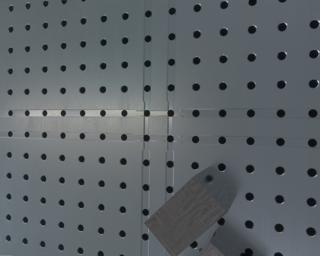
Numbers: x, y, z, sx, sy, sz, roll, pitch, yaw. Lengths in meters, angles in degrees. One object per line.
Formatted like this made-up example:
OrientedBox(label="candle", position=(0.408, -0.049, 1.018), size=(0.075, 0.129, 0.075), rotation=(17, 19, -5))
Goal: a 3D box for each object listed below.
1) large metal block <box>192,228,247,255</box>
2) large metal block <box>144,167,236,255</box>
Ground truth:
OrientedBox(label="large metal block", position=(0.070, 0.185, 0.375), size=(0.080, 0.050, 0.080), rotation=(41, 103, 15))
OrientedBox(label="large metal block", position=(0.039, 0.096, 0.370), size=(0.080, 0.080, 0.050), rotation=(-46, 76, 14))
